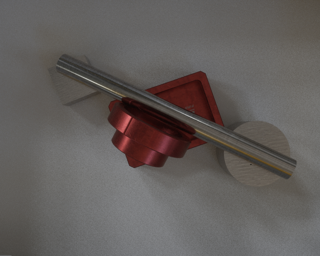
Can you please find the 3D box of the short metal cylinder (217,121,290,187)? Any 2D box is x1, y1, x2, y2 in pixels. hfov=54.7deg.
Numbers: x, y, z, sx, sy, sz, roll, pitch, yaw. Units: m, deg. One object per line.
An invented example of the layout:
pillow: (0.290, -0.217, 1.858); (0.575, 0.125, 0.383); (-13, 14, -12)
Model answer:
short metal cylinder: (0.117, 0.031, 0.399); (0.081, 0.050, 0.079); (0, 90, -1)

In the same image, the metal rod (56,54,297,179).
metal rod: (0.014, -0.016, 0.369); (0.301, 0.025, 0.025); (25, 90, 6)

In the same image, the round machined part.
round machined part: (-0.017, 0.011, 0.360); (0.098, 0.098, 0.042); (28, 98, -1)

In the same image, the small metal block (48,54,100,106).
small metal block: (-0.111, -0.062, 0.408); (0.050, 0.025, 0.050); (-22, 90, -1)

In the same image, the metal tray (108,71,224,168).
metal tray: (0.009, -0.011, 0.407); (0.131, 0.030, 0.090); (-19, 90, -1)
